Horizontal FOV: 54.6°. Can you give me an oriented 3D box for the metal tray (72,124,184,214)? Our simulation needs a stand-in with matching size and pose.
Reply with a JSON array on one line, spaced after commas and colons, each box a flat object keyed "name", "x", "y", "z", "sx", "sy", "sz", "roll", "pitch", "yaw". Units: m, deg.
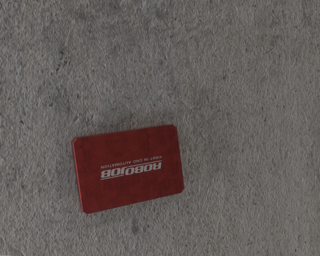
[{"name": "metal tray", "x": -0.039, "y": 0.048, "z": 0.392, "sx": 0.131, "sy": 0.030, "sz": 0.090, "roll": -8, "pitch": 93, "yaw": -20}]
